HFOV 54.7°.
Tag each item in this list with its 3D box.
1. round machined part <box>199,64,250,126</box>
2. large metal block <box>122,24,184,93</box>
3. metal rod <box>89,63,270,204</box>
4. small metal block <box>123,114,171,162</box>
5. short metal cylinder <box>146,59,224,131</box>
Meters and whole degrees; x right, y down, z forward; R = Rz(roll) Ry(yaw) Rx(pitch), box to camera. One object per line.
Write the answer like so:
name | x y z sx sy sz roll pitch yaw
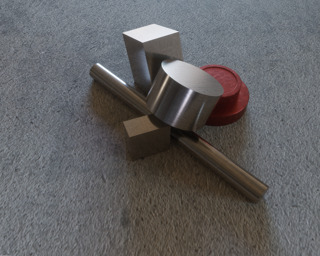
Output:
round machined part | 0.077 -0.053 0.438 0.099 0.042 0.098 0 50 0
large metal block | -0.008 -0.095 0.435 0.050 0.080 0.080 -22 32 -16
metal rod | 0.008 -0.007 0.411 0.300 0.025 0.025 38 59 27
small metal block | -0.016 0.011 0.380 0.050 0.050 0.025 -16 52 -14
short metal cylinder | 0.029 -0.041 0.375 0.080 0.050 0.080 19 31 -12
